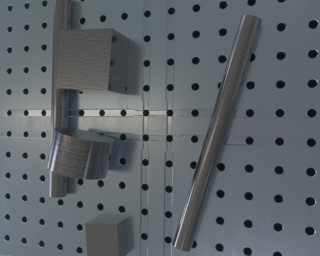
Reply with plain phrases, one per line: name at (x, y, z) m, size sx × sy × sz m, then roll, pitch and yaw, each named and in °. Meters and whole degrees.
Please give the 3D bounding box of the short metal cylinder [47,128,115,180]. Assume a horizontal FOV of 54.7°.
short metal cylinder at (-0.107, 0.033, 0.421) m, size 0.080 × 0.080 × 0.050 m, roll 15°, pitch 95°, yaw 19°

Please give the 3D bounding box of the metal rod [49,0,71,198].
metal rod at (-0.150, -0.047, 0.465) m, size 0.025 × 0.025 × 0.298 m, roll 2°, pitch 91°, yaw 20°

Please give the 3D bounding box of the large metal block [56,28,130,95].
large metal block at (-0.093, -0.091, 0.432) m, size 0.080 × 0.050 × 0.079 m, roll 5°, pitch 92°, yaw 20°

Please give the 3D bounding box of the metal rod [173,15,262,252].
metal rod at (0.069, 0.011, 0.388) m, size 0.025 × 0.025 × 0.298 m, roll 18°, pitch 96°, yaw 19°

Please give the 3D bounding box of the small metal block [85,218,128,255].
small metal block at (-0.076, 0.157, 0.439) m, size 0.050 × 0.025 × 0.050 m, roll -5°, pitch 88°, yaw 19°
